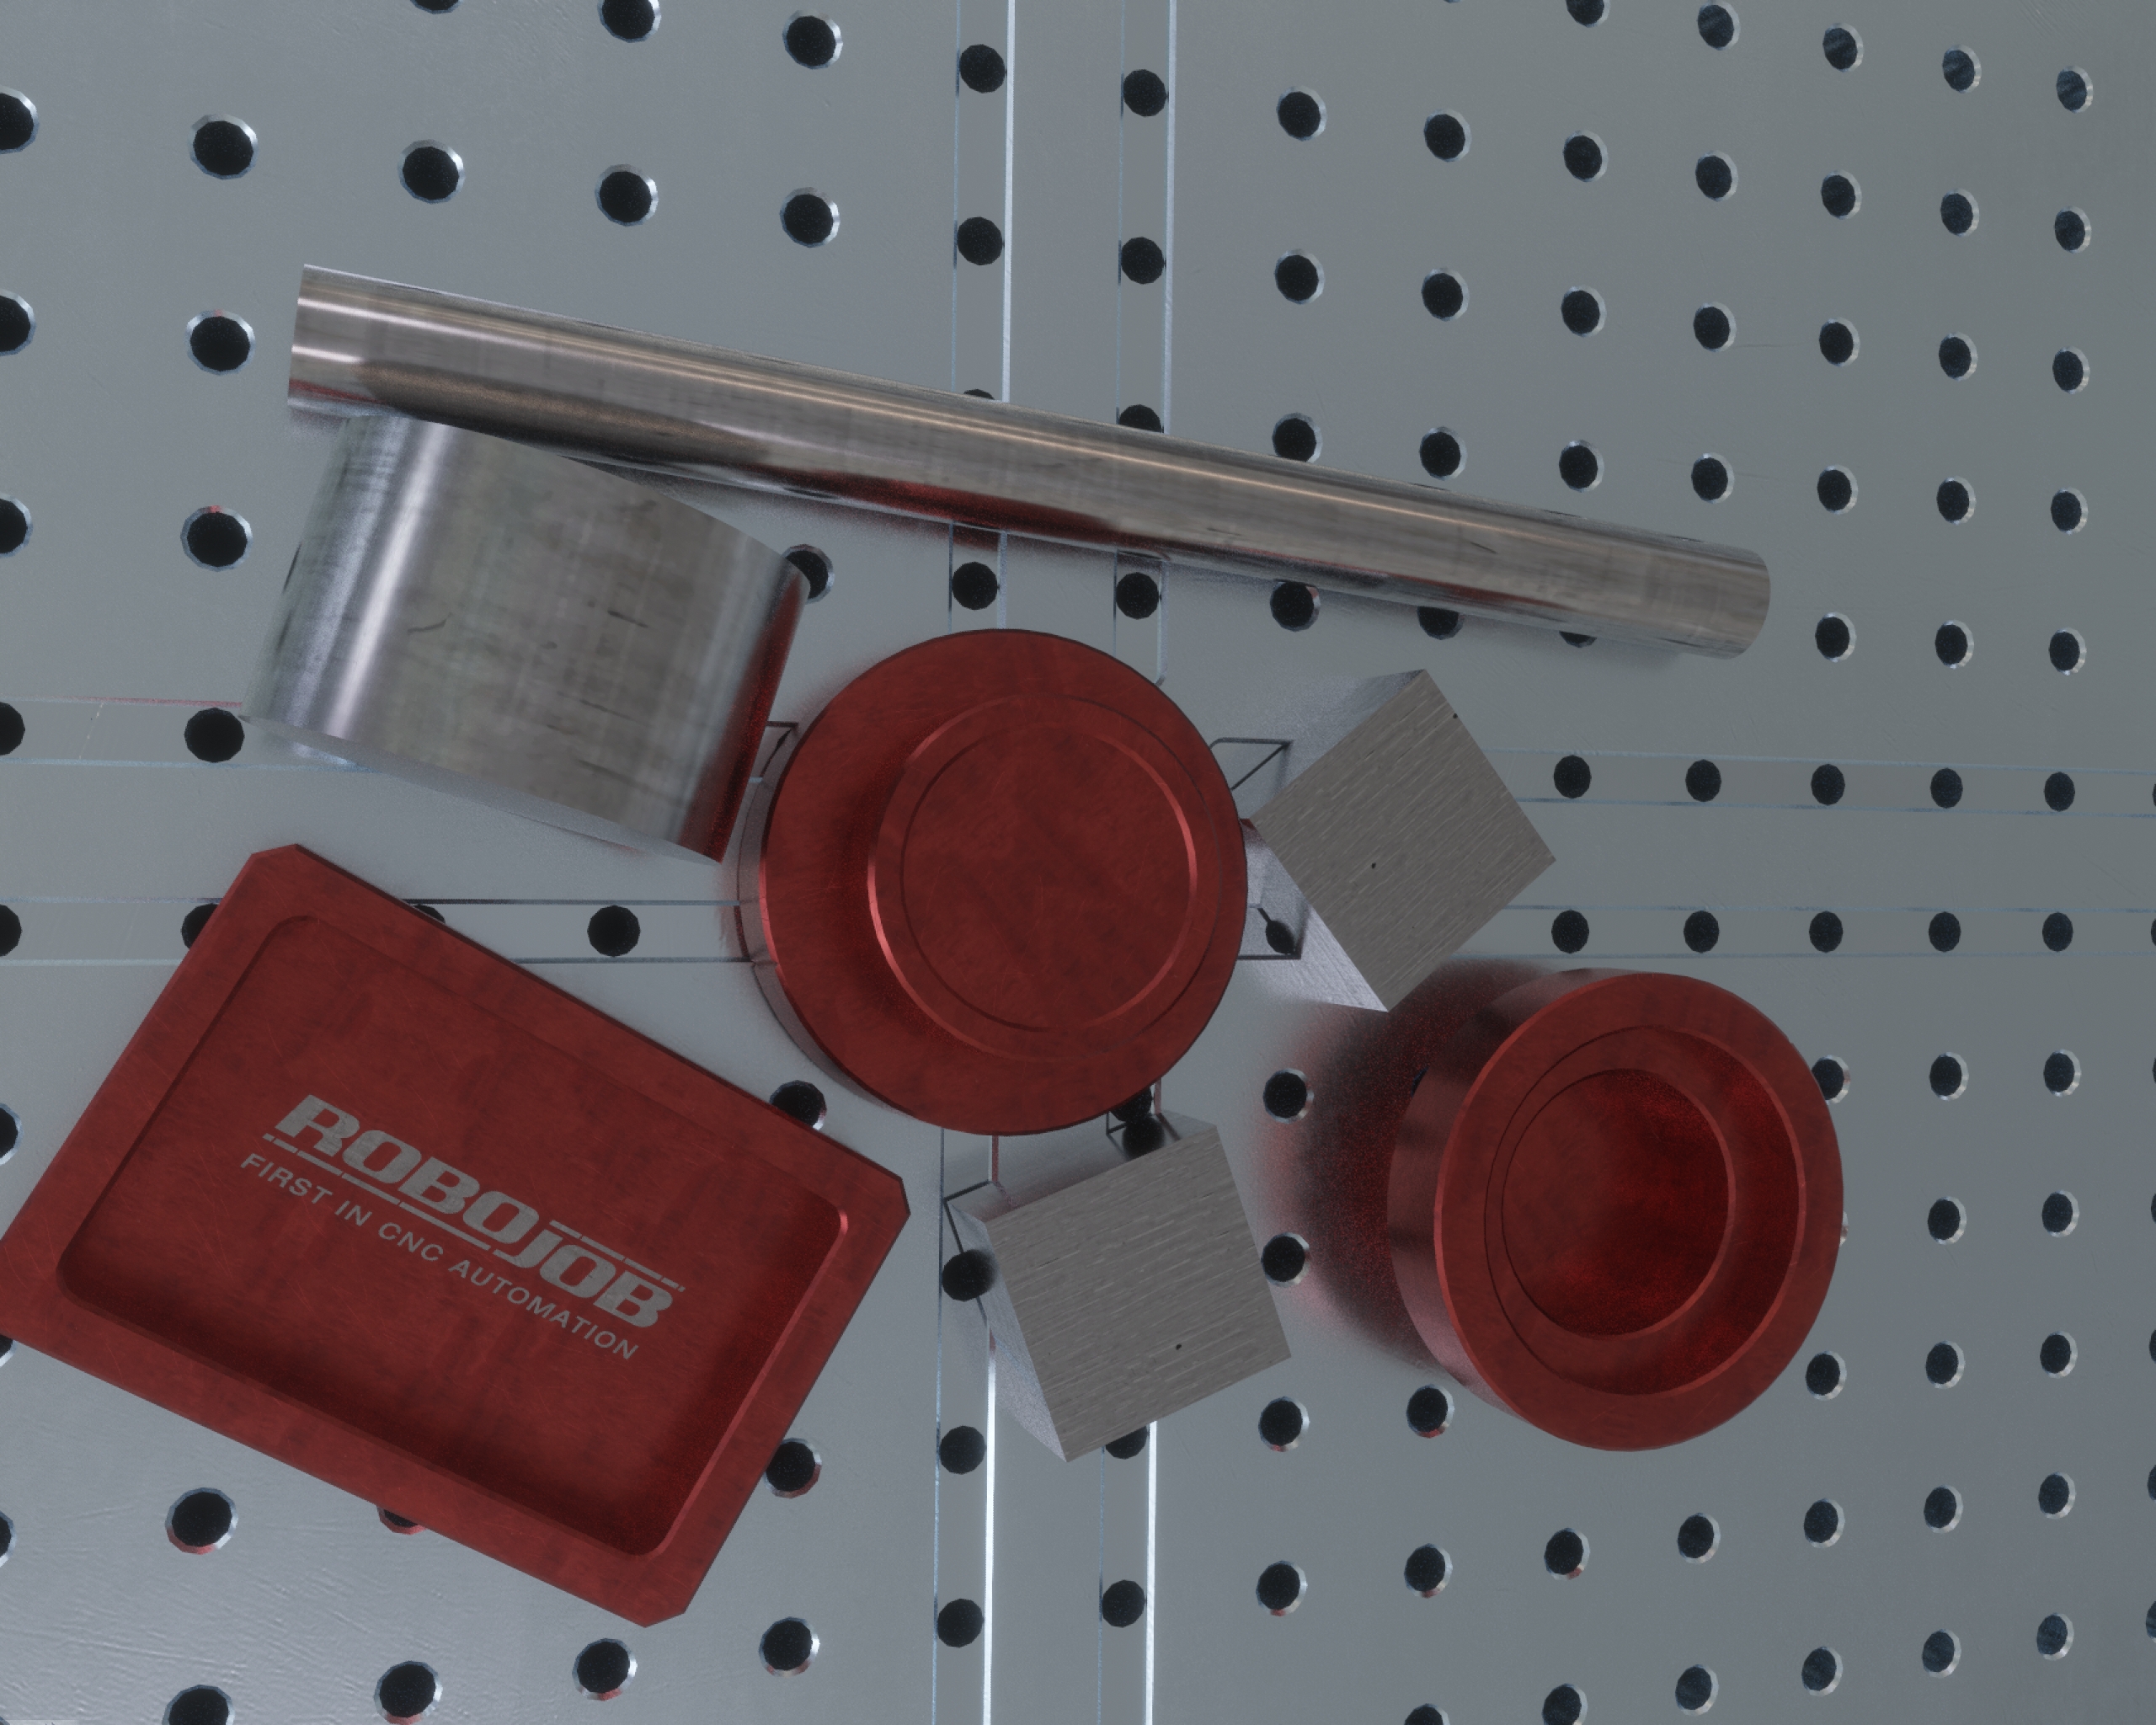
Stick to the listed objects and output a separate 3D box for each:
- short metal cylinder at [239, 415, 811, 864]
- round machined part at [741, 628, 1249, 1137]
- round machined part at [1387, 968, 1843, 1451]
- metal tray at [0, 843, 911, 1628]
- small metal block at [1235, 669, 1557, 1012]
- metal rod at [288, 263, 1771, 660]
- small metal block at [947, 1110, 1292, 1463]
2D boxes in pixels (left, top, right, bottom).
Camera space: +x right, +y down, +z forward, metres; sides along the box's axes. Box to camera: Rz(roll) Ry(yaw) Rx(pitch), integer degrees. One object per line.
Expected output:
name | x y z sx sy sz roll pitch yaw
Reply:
short metal cylinder | -0.091 -0.035 0.349 0.081 0.080 0.050 19 84 -19
round machined part | -0.012 0.004 0.398 0.099 0.042 0.097 1 87 -20
round machined part | 0.109 0.071 0.444 0.099 0.042 0.097 0 90 -20
metal tray | -0.108 0.066 0.370 0.130 0.030 0.090 32 80 -17
small metal block | 0.063 -0.005 0.436 0.050 0.025 0.050 -40 103 -16
metal rod | 0.005 -0.075 0.414 0.302 0.025 0.025 7 88 -20
small metal block | 0.008 0.083 0.416 0.050 0.025 0.050 -20 97 -19
